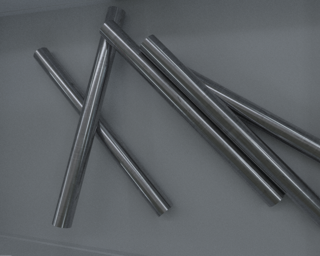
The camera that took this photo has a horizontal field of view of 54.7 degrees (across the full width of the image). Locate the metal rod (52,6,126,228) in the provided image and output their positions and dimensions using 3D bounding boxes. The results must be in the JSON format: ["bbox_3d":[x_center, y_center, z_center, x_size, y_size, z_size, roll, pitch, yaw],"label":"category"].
[{"bbox_3d":[-0.094,-0.019,0.416,0.025,0.025,0.299,11,84,19],"label":"metal rod"}]

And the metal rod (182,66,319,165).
[{"bbox_3d":[0.120,-0.011,0.367,0.300,0.025,0.025,32,100,16],"label":"metal rod"}]

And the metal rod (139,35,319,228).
[{"bbox_3d":[0.088,0.002,0.360,0.300,0.025,0.025,46,104,7],"label":"metal rod"}]

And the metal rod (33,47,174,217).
[{"bbox_3d":[-0.087,-0.002,0.439,0.025,0.025,0.300,-44,77,14],"label":"metal rod"}]

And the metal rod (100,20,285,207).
[{"bbox_3d":[0.034,-0.023,0.382,0.300,0.025,0.025,46,104,8],"label":"metal rod"}]
